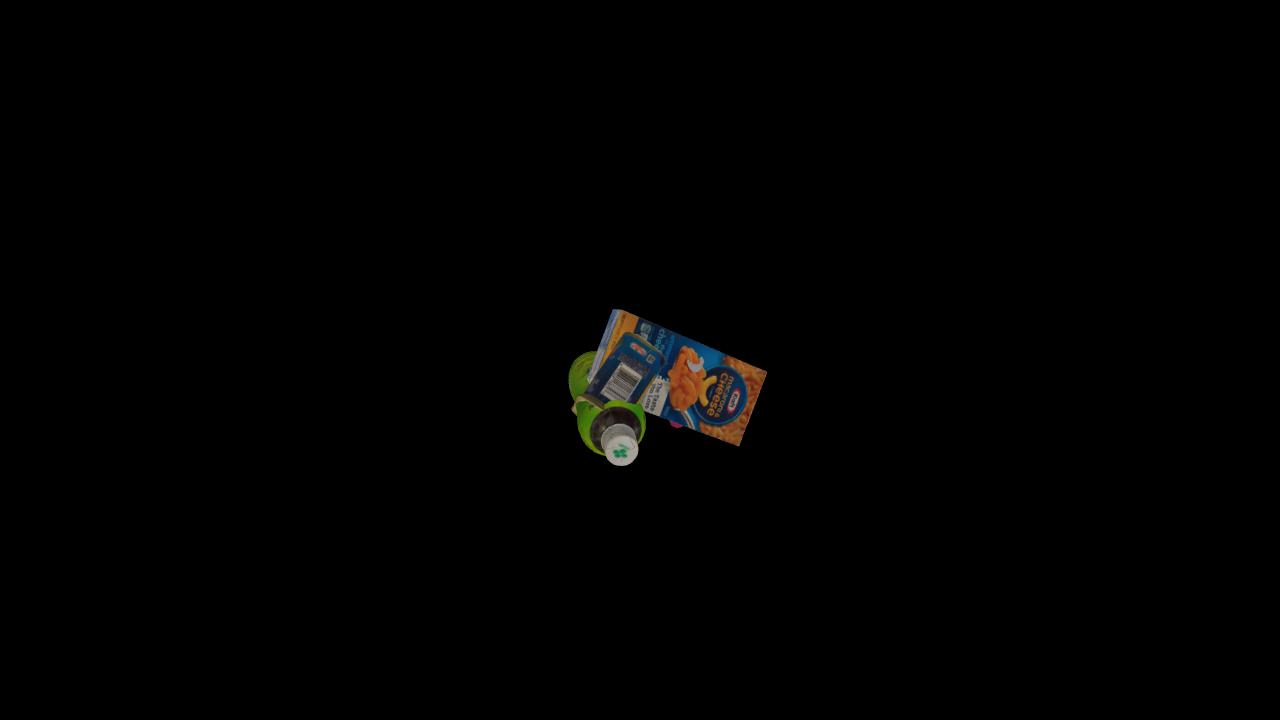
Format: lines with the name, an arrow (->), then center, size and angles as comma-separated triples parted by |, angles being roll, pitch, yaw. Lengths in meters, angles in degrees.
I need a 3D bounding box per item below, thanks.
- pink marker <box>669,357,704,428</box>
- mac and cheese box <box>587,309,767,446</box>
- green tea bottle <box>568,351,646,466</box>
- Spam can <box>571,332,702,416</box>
pink marker -> 0.051, 0.039, 0.697 | 0.020, 0.020, 0.121 | 0, -40, -9
mac and cheese box -> 0.041, 0.021, 0.669 | 0.184, 0.093, 0.041 | 21, -3, -18
green tea bottle -> -0.034, 0.050, 0.645 | 0.073, 0.073, 0.212 | 0, 16, -13
Spam can -> -0.022, 0.027, 0.638 | 0.058, 0.085, 0.101 | 34, -18, -2
